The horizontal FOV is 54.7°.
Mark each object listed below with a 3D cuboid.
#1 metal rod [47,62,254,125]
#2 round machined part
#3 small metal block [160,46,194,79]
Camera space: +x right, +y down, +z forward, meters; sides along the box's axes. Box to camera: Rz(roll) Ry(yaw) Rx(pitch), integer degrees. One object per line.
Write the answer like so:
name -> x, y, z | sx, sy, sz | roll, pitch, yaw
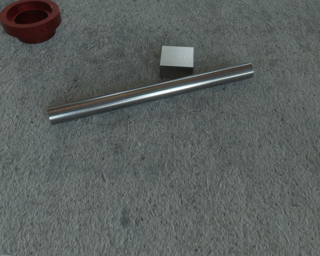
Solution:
metal rod -> -0.004, -0.053, 0.447 | 0.302, 0.025, 0.025 | -14, 52, -13
round machined part -> -0.223, -0.185, 0.545 | 0.099, 0.042, 0.098 | 0, 50, 0
small metal block -> 0.027, -0.104, 0.491 | 0.050, 0.025, 0.050 | 4, 50, 2
